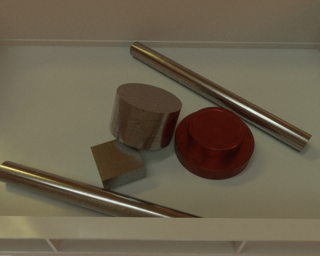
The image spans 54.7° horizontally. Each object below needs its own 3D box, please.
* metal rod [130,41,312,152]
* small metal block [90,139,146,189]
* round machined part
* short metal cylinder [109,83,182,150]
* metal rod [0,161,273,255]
[{"bbox_3d":[0.072,-0.056,0.453,0.300,0.025,0.025,34,58,25],"label":"metal rod"},{"bbox_3d":[-0.050,0.041,0.370,0.050,0.025,0.050,-18,53,-15],"label":"small metal block"},{"bbox_3d":[0.068,0.012,0.385,0.099,0.042,0.098,0,50,0],"label":"round machined part"},{"bbox_3d":[-0.018,-0.016,0.383,0.081,0.050,0.080,13,27,-7],"label":"short metal cylinder"},{"bbox_3d":[-0.037,0.085,0.332,0.301,0.025,0.025,14,51,10],"label":"metal rod"}]
